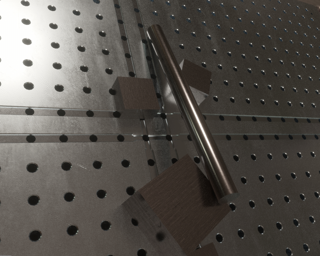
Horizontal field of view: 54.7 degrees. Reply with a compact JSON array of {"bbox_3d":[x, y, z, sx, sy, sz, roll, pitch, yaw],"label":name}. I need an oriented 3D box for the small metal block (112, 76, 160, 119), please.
[{"bbox_3d":[-0.033,-0.040,0.416,0.050,0.025,0.050,-1,62,-29],"label":"small metal block"}]

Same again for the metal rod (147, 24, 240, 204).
[{"bbox_3d":[0.033,-0.041,0.418,0.025,0.025,0.299,1,51,-28],"label":"metal rod"}]

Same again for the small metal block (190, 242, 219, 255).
[{"bbox_3d":[0.042,0.159,0.335,0.050,0.025,0.050,-10,67,-33],"label":"small metal block"}]

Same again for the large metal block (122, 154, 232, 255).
[{"bbox_3d":[0.019,0.089,0.350,0.081,0.050,0.080,-32,80,-38],"label":"large metal block"}]

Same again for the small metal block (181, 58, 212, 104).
[{"bbox_3d":[0.050,-0.073,0.482,0.050,0.025,0.050,23,53,-15],"label":"small metal block"}]
